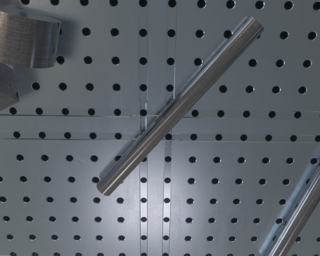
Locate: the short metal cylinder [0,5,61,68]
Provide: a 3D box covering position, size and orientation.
[{"bbox_3d":[-0.155,-0.103,0.345,0.081,0.080,0.050,14,110,-5],"label":"short metal cylinder"}]

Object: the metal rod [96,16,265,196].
[{"bbox_3d":[0.017,-0.019,0.406,0.025,0.025,0.299,39,105,-13],"label":"metal rod"}]

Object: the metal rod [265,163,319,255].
[{"bbox_3d":[0.226,0.086,0.447,0.025,0.025,0.298,18,109,-7],"label":"metal rod"}]

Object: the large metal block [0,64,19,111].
[{"bbox_3d":[-0.228,-0.049,0.357,0.080,0.080,0.050,-25,67,9],"label":"large metal block"}]
